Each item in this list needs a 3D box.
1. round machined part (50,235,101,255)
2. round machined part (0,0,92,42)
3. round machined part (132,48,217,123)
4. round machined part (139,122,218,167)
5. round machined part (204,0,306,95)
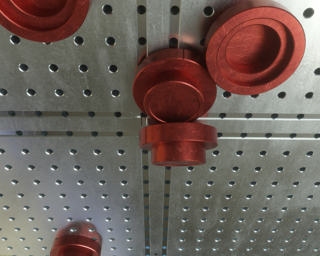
[{"bbox_3d":[-0.170,0.258,0.619,0.099,0.042,0.097,0,130,0],"label":"round machined part"},{"bbox_3d":[-0.111,-0.133,0.286,0.099,0.042,0.097,0,130,0],"label":"round machined part"},{"bbox_3d":[0.017,-0.039,0.361,0.098,0.042,0.097,2,135,2],"label":"round machined part"},{"bbox_3d":[0.023,0.024,0.389,0.099,0.042,0.098,-1,167,0],"label":"round machined part"},{"bbox_3d":[0.095,-0.086,0.327,0.099,0.042,0.097,0,130,0],"label":"round machined part"}]
